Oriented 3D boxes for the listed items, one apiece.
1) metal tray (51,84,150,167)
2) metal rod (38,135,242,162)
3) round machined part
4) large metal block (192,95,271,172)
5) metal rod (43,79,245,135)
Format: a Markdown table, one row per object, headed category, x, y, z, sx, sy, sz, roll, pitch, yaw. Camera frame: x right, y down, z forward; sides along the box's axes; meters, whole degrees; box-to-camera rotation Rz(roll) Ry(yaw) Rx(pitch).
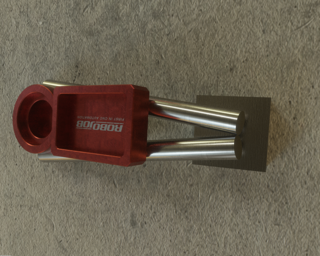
| category | x | y | z | sx | sy | sz | roll | pitch | yaw |
| --- | --- | --- | --- | --- | --- | --- | --- | --- | --- |
| metal tray | -0.077 | -0.006 | 0.378 | 0.130 | 0.030 | 0.089 | 4 | 91 | 32 |
| metal rod | -0.048 | 0.030 | 0.392 | 0.300 | 0.025 | 0.025 | -5 | 89 | 32 |
| round machined part | -0.165 | -0.013 | 0.452 | 0.098 | 0.042 | 0.097 | 0 | 89 | 30 |
| large metal block | 0.086 | 0.005 | 0.365 | 0.080 | 0.050 | 0.079 | 4 | 91 | 19 |
| metal rod | -0.044 | -0.033 | 0.390 | 0.300 | 0.025 | 0.025 | 13 | 94 | 32 |
